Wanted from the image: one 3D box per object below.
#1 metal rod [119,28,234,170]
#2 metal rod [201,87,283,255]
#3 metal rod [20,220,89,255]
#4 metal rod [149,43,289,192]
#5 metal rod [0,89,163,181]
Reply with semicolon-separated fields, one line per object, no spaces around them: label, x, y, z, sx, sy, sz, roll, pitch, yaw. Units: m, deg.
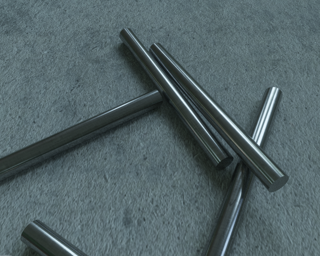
metal rod;0.009;-0.060;0.453;0.025;0.025;0.300;-21;53;-17
metal rod;0.097;0.055;0.357;0.025;0.025;0.301;20;53;16
metal rod;-0.004;0.167;0.262;0.301;0.025;0.025;26;55;20
metal rod;0.057;-0.036;0.413;0.025;0.025;0.300;-20;47;-16
metal rod;-0.129;0.020;0.385;0.302;0.025;0.025;-27;55;-21
